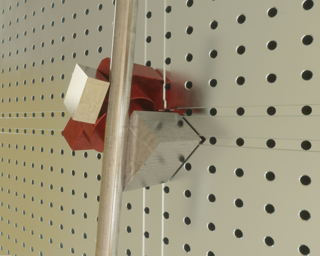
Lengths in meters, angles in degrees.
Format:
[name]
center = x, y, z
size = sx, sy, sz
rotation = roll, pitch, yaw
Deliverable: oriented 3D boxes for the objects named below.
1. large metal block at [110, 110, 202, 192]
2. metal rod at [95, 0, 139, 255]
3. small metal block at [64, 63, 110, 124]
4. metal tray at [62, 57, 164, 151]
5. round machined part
[large metal block]
center = -0.010, 0.027, 0.376
size = 0.050, 0.081, 0.080
rotation = 50, 119, 28
[metal rod]
center = -0.049, 0.011, 0.343
size = 0.025, 0.025, 0.298
rotation = 9, 96, 39
[small metal block]
center = -0.084, -0.039, 0.349
size = 0.050, 0.025, 0.050
rotation = 45, 117, 51
[metal tray]
center = -0.063, -0.027, 0.416
size = 0.030, 0.091, 0.129
rotation = 51, 119, 28
[round machined part]
center = -0.045, -0.001, 0.402
size = 0.042, 0.099, 0.097
rotation = 50, 119, 28
